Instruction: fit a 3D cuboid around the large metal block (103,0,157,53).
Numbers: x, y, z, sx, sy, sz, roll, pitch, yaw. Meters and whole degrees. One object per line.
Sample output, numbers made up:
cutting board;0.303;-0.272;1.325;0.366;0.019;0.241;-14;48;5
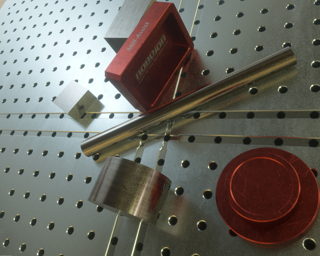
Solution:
large metal block;-0.028;-0.141;0.475;0.050;0.080;0.080;11;67;33

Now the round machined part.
round machined part;0.102;0.063;0.305;0.098;0.042;0.098;-13;56;21

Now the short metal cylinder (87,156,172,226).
short metal cylinder;-0.033;0.071;0.347;0.080;0.080;0.050;8;66;32

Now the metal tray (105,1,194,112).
metal tray;-0.009;-0.096;0.430;0.030;0.090;0.130;22;73;36

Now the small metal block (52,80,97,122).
small metal block;-0.141;-0.046;0.511;0.050;0.025;0.050;32;79;38

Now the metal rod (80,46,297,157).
metal rod;0.027;-0.029;0.411;0.300;0.025;0.025;-24;53;13
